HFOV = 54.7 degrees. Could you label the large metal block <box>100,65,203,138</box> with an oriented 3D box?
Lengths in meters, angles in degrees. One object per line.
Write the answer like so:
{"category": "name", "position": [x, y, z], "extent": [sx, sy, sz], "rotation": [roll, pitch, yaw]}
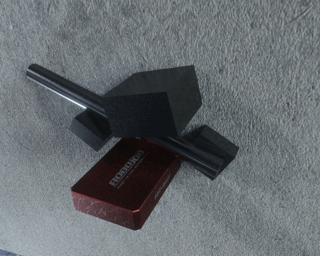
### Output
{"category": "large metal block", "position": [-0.006, -0.031, 0.354], "extent": [0.080, 0.080, 0.050], "rotation": [-2, 118, 29]}

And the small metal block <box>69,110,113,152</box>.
{"category": "small metal block", "position": [-0.089, -0.002, 0.435], "extent": [0.050, 0.050, 0.025], "rotation": [38, 129, 2]}

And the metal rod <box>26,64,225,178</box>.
{"category": "metal rod", "position": [-0.058, -0.017, 0.409], "extent": [0.301, 0.025, 0.025], "rotation": [27, 128, 17]}

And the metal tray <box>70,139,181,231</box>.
{"category": "metal tray", "position": [-0.037, 0.062, 0.397], "extent": [0.090, 0.131, 0.030], "rotation": [12, 123, 21]}

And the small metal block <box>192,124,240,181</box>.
{"category": "small metal block", "position": [0.063, 0.031, 0.394], "extent": [0.050, 0.025, 0.050], "rotation": [36, 129, 4]}
